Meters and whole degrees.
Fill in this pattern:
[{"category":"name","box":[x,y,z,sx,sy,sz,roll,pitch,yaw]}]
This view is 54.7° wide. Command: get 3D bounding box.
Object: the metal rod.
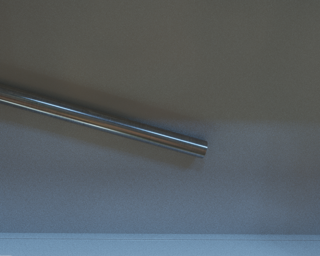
[{"category":"metal rod","box":[-0.084,-0.010,0.406,0.302,0.025,0.025,16,109,-6]}]
